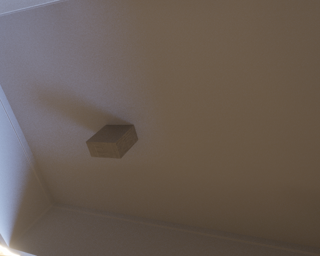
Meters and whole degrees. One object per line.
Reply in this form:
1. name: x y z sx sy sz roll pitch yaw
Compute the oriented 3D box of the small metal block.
1. small metal block: -0.067 0.018 0.440 0.050 0.050 0.025 0 119 28
